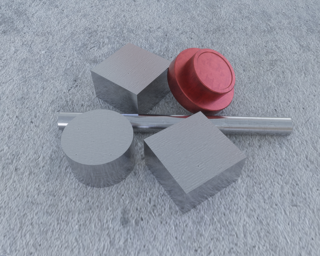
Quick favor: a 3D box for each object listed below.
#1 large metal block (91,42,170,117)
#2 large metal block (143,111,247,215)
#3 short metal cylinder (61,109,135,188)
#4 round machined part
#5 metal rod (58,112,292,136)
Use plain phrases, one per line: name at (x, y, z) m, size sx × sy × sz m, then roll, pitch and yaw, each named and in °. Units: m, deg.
large metal block at (-0.037, -0.068, 0.443) m, size 0.080 × 0.050 × 0.080 m, roll 30°, pitch 56°, yaw 22°
large metal block at (0.037, 0.038, 0.357) m, size 0.081 × 0.050 × 0.080 m, roll -27°, pitch 55°, yaw -21°
short metal cylinder at (-0.070, 0.024, 0.367) m, size 0.081 × 0.050 × 0.080 m, roll 0°, pitch 50°, yaw 0°
round machined part at (0.063, -0.068, 0.421) m, size 0.099 × 0.042 × 0.098 m, roll 12°, pitch 63°, yaw -25°
metal rod at (0.019, -0.005, 0.411) m, size 0.302 × 0.025 × 0.025 m, roll 1°, pitch 50°, yaw 0°
